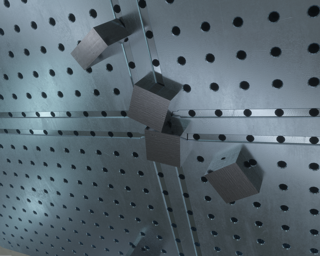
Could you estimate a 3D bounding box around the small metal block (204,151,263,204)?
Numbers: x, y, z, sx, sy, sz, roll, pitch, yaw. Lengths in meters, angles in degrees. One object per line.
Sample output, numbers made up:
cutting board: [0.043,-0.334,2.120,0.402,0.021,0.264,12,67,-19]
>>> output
small metal block: [0.095,0.065,0.402,0.050,0.025,0.050,-32,101,38]

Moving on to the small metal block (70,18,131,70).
small metal block: [-0.071,-0.100,0.371,0.050,0.050,0.025,-32,100,38]

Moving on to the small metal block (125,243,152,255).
small metal block: [-0.041,0.251,0.573,0.050,0.050,0.025,46,129,-4]

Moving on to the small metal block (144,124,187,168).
small metal block: [0.009,0.022,0.421,0.050,0.025,0.050,11,123,22]

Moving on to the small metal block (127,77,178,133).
small metal block: [-0.010,-0.030,0.399,0.050,0.025,0.050,25,127,12]
